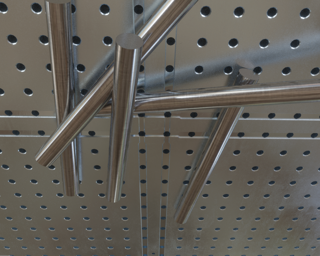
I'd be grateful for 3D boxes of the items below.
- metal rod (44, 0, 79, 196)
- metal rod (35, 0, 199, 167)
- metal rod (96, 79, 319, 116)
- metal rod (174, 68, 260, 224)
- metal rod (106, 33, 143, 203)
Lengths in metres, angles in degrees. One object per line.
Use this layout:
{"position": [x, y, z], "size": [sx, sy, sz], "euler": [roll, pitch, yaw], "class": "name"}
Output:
{"position": [-0.120, -0.014, 0.398], "size": [0.025, 0.025, 0.298], "euler": [6, 130, -5], "class": "metal rod"}
{"position": [-0.051, -0.055, 0.343], "size": [0.025, 0.025, 0.299], "euler": [34, 116, -26], "class": "metal rod"}
{"position": [0.066, -0.035, 0.355], "size": [0.301, 0.025, 0.025], "euler": [-3, 131, 13], "class": "metal rod"}
{"position": [0.070, 0.048, 0.453], "size": [0.025, 0.025, 0.298], "euler": [10, 130, -9], "class": "metal rod"}
{"position": [-0.052, 0.016, 0.392], "size": [0.025, 0.025, 0.298], "euler": [7, 140, -6], "class": "metal rod"}
